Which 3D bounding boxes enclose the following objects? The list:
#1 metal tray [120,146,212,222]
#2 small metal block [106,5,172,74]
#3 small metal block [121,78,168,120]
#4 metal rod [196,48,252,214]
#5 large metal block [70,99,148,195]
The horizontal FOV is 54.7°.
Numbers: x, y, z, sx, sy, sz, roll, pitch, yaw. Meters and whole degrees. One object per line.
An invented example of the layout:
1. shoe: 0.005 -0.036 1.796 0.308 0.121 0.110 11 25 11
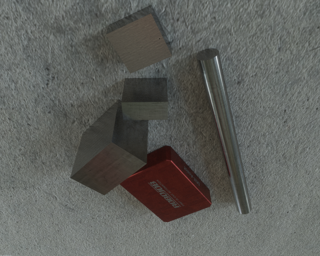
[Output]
1. metal tray: 0.011 0.092 0.483 0.090 0.030 0.130 -27 126 20
2. small metal block: -0.021 -0.093 0.328 0.050 0.025 0.050 -20 128 16
3. small metal block: -0.017 -0.035 0.361 0.050 0.050 0.025 -1 130 0
4. metal rod: 0.097 0.027 0.431 0.025 0.025 0.299 -14 129 11
5. large metal block: -0.061 0.024 0.391 0.050 0.080 0.080 36 121 -27
